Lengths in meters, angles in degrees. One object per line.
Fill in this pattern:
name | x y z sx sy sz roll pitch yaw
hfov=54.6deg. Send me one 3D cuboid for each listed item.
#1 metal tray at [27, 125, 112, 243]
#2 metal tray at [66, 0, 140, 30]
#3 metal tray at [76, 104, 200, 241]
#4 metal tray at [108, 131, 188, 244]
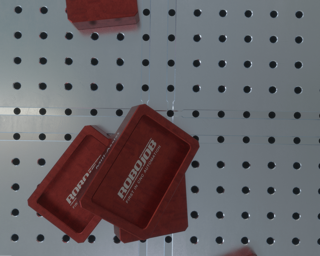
metal tray | -0.097 0.072 0.410 0.090 0.030 0.130 38 90 0
metal tray | -0.079 -0.203 0.410 0.090 0.030 0.129 -6 90 0
metal tray | -0.023 0.049 0.358 0.090 0.030 0.130 35 76 -18
metal tray | -0.014 0.070 0.395 0.091 0.030 0.129 -3 90 -22
